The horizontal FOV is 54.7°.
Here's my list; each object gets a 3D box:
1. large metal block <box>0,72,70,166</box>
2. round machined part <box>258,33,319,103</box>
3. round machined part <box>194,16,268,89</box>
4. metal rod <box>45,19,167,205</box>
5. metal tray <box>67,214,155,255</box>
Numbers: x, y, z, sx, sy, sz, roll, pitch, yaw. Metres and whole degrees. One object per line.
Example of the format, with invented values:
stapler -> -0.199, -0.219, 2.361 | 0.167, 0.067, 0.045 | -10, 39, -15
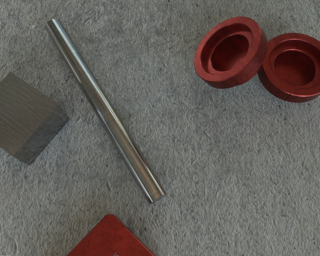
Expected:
large metal block -> -0.179, -0.011, 0.398 | 0.080, 0.050, 0.080 | 33, 73, 11
round machined part -> 0.183, -0.079, 0.429 | 0.099, 0.042, 0.098 | 0, 70, 0
round machined part -> 0.098, -0.096, 0.418 | 0.098, 0.042, 0.098 | -21, 55, 34
metal rod -> -0.081, -0.033, 0.419 | 0.025, 0.025, 0.299 | -30, 73, -10
metal tray -> -0.069, 0.173, 0.342 | 0.090, 0.030, 0.130 | 42, 75, 13
